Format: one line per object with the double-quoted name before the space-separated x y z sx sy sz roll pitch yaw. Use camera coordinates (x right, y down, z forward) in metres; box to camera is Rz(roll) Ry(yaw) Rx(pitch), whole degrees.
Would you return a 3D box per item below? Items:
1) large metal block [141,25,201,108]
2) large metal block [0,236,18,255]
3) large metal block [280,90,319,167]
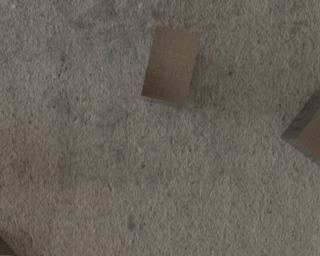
"large metal block" 0.012 -0.070 0.383 0.050 0.080 0.080 12 90 0
"large metal block" -0.231 0.191 0.395 0.080 0.050 0.080 -40 91 0
"large metal block" 0.222 0.005 0.400 0.080 0.050 0.080 37 90 -1
